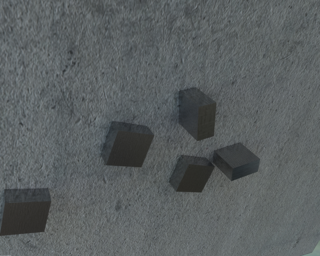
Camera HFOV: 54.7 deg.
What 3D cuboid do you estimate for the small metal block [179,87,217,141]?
[{"bbox_3d":[0.048,-0.019,0.405,0.025,0.050,0.050,-15,125,-20],"label":"small metal block"}]

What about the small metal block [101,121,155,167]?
[{"bbox_3d":[-0.042,0.022,0.397,0.050,0.025,0.050,8,114,-32],"label":"small metal block"}]

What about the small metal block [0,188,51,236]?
[{"bbox_3d":[-0.166,0.102,0.379,0.050,0.025,0.050,5,116,-31],"label":"small metal block"}]

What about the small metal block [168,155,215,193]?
[{"bbox_3d":[0.049,0.071,0.477,0.050,0.025,0.050,10,114,-33],"label":"small metal block"}]

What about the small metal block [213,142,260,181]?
[{"bbox_3d":[0.120,0.052,0.488,0.050,0.050,0.025,-15,125,-20],"label":"small metal block"}]
